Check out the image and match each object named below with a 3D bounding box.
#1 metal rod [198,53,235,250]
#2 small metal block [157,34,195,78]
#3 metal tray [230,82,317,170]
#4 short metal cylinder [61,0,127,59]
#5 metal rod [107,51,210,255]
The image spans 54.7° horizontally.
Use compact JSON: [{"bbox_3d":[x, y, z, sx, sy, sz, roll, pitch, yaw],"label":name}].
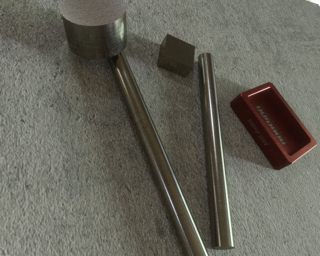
[{"bbox_3d":[0.075,0.011,0.436,0.025,0.025,0.299,14,56,-21],"label":"metal rod"},{"bbox_3d":[0.026,-0.113,0.487,0.050,0.025,0.050,20,54,-17],"label":"small metal block"},{"bbox_3d":[0.184,-0.007,0.503,0.091,0.030,0.130,-22,74,-36],"label":"metal tray"},{"bbox_3d":[-0.084,-0.136,0.408,0.081,0.050,0.080,2,51,-2],"label":"short metal cylinder"},{"bbox_3d":[-0.010,0.020,0.385,0.025,0.025,0.299,-10,67,-33],"label":"metal rod"}]
